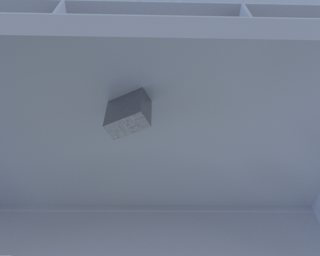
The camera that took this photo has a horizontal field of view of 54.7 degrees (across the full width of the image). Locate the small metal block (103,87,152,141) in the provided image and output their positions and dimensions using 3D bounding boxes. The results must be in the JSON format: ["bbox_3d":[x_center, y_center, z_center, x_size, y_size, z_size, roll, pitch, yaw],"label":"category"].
[{"bbox_3d":[-0.038,-0.018,0.377,0.050,0.050,0.025,-20,127,16],"label":"small metal block"}]
